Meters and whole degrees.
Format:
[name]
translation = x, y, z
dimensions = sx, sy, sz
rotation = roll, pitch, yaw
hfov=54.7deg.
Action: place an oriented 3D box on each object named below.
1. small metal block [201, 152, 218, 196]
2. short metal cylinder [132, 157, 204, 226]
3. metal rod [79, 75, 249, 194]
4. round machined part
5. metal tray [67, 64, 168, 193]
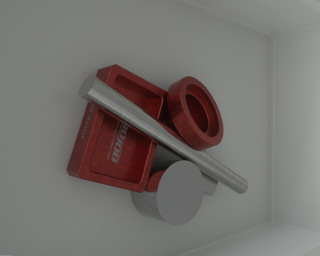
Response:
[small metal block]
translation = 0.064, 0.066, 0.460
dimensions = 0.050, 0.025, 0.050
rotation = 39, 66, -34
[short metal cylinder]
translation = 0.011, 0.079, 0.399
dimensions = 0.081, 0.050, 0.079
rotation = 0, 90, -40
[metal rod]
translation = 0.028, 0.025, 0.393
dimensions = 0.301, 0.025, 0.025
rotation = 34, 69, -38
[round machined part]
translation = 0.040, -0.016, 0.413
dimensions = 0.098, 0.042, 0.098
rotation = 32, 45, -39
[metal tray]
translation = -0.044, 0.003, 0.364
dimensions = 0.090, 0.030, 0.130
rotation = 24, 75, -38
